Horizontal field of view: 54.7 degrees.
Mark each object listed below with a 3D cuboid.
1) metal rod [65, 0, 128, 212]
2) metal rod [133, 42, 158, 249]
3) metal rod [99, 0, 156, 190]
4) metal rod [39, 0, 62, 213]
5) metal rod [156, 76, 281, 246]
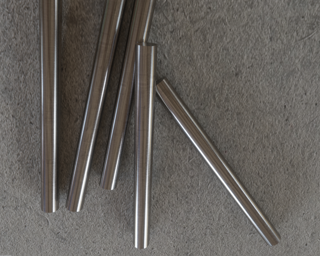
[{"bbox_3d":[-0.086,-0.021,0.401,0.025,0.025,0.298,14,109,-5],"label":"metal rod"},{"bbox_3d":[-0.022,0.040,0.412,0.025,0.025,0.298,2,115,-1],"label":"metal rod"},{"bbox_3d":[-0.040,-0.056,0.388,0.025,0.025,0.298,12,110,-5],"label":"metal rod"},{"bbox_3d":[-0.141,-0.023,0.399,0.025,0.025,0.298,7,110,-3],"label":"metal rod"},{"bbox_3d":[0.085,0.056,0.431,0.025,0.025,0.300,-34,107,12],"label":"metal rod"}]
